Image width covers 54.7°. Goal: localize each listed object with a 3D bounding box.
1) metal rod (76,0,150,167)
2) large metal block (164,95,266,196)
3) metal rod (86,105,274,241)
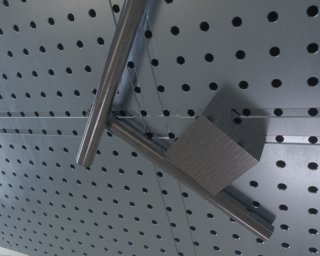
[{"bbox_3d":[-0.057,-0.067,0.378,0.025,0.025,0.298,30,122,8],"label":"metal rod"},{"bbox_3d":[0.066,0.022,0.374,0.080,0.050,0.080,40,129,0],"label":"large metal block"},{"bbox_3d":[0.025,0.058,0.434,0.301,0.025,0.025,35,129,5],"label":"metal rod"}]
